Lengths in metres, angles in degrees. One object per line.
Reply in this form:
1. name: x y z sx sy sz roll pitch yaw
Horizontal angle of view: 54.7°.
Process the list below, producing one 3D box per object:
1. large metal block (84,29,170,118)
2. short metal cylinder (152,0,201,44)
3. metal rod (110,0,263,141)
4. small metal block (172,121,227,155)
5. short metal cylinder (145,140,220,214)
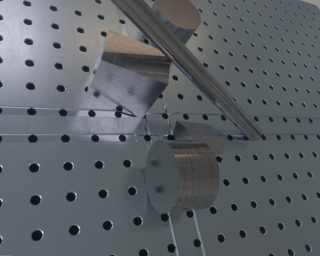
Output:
1. large metal block: -0.042 -0.064 0.390 0.081 0.080 0.050 18 55 -18
2. short metal cylinder: 0.020 -0.175 0.510 0.081 0.050 0.080 14 56 -21
3. metal rod: 0.052 -0.066 0.399 0.301 0.025 0.025 38 46 -35
4. small metal block: 0.052 0.012 0.412 0.050 0.025 0.050 6 18 -26
5. short metal cylinder: 0.023 0.054 0.352 0.050 0.080 0.080 2 61 -27
